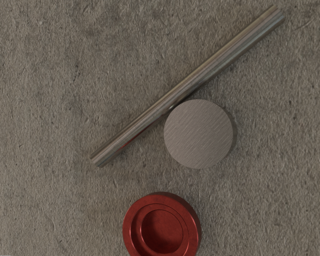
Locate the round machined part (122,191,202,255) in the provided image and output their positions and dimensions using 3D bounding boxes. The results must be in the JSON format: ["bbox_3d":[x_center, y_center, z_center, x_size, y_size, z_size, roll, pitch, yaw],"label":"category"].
[{"bbox_3d":[0.005,0.130,0.397,0.098,0.042,0.097,0,90,19],"label":"round machined part"}]

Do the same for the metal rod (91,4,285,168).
[{"bbox_3d":[0.025,-0.044,0.399,0.300,0.025,0.025,-39,78,15],"label":"metal rod"}]

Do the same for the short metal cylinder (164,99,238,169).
[{"bbox_3d":[0.051,0.007,0.377,0.080,0.050,0.079,0,90,19],"label":"short metal cylinder"}]
